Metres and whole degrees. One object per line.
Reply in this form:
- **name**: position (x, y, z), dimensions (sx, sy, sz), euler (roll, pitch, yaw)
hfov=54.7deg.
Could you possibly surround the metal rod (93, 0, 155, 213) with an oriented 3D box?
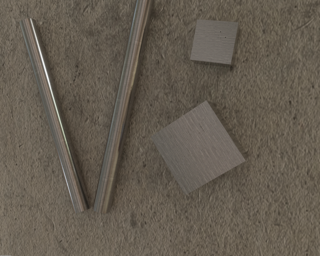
- **metal rod**: position (-0.051, -0.030, 0.425), dimensions (0.025, 0.025, 0.298), euler (14, 94, 19)

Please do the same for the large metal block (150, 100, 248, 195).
- **large metal block**: position (0.049, 0.023, 0.378), dimensions (0.080, 0.050, 0.080), euler (-34, 79, 16)

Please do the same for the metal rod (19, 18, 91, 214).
- **metal rod**: position (-0.158, -0.022, 0.462), dimensions (0.025, 0.025, 0.299), euler (-20, 83, 18)

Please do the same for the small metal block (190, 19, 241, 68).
- **small metal block**: position (0.069, -0.104, 0.384), dimensions (0.050, 0.025, 0.050), euler (11, 94, 19)
